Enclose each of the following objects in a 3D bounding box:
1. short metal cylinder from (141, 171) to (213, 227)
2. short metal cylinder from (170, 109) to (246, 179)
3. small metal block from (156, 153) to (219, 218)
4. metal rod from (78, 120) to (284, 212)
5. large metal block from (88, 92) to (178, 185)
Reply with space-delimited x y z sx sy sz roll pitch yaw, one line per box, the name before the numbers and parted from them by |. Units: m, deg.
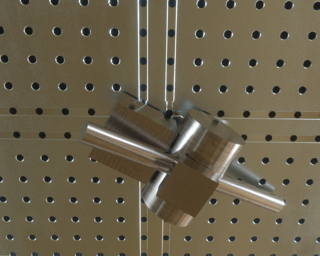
short metal cylinder | 0.023 0.083 0.411 0.080 0.080 0.050 28 108 -10
short metal cylinder | 0.058 0.018 0.388 0.080 0.080 0.050 26 108 -10
small metal block | 0.031 0.064 0.349 0.050 0.025 0.050 30 108 -2
metal rod | 0.045 0.057 0.389 0.302 0.025 0.025 23 109 -25
large metal block | -0.033 0.013 0.398 0.080 0.050 0.080 28 108 -10
